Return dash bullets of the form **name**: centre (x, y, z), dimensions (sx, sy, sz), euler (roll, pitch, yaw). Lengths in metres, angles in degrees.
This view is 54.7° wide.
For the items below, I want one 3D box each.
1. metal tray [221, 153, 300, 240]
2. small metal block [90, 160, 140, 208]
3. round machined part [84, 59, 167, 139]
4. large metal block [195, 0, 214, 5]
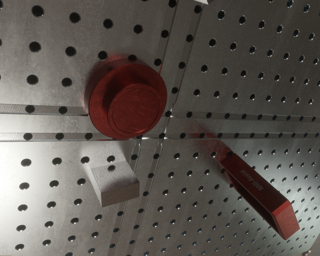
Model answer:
- **metal tray**: centre (0.159, 0.107, 0.499), dimensions (0.030, 0.130, 0.090), euler (-38, 130, -3)
- **small metal block**: centre (-0.060, 0.072, 0.408), dimensions (0.050, 0.050, 0.025), euler (-11, 123, -23)
- **round machined part**: centre (-0.035, -0.028, 0.365), dimensions (0.099, 0.042, 0.097), euler (-14, 124, -21)
- **large metal block**: centre (0.053, -0.186, 0.310), dimensions (0.080, 0.050, 0.080), euler (-38, 130, -3)
